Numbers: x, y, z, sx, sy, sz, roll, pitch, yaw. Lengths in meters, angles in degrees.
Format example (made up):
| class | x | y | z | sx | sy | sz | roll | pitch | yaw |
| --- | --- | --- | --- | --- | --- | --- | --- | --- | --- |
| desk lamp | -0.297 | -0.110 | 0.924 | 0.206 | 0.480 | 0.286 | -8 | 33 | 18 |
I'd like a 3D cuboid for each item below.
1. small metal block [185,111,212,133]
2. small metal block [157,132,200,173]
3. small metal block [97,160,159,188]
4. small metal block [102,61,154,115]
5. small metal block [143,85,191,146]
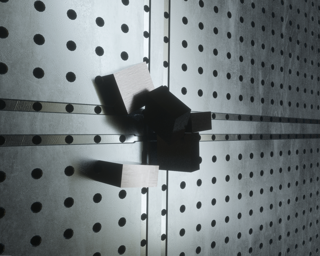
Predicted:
| class | x | y | z | sx | sy | sz | roll | pitch | yaw |
| --- | --- | --- | --- | --- | --- | --- | --- | --- | --- |
| small metal block | 0.035 | -0.008 | 0.419 | 0.050 | 0.050 | 0.025 | -7 | 95 | -52 |
| small metal block | 0.024 | 0.031 | 0.412 | 0.025 | 0.050 | 0.050 | -3 | 93 | -58 |
| small metal block | -0.038 | 0.053 | 0.363 | 0.050 | 0.050 | 0.025 | 8 | 85 | -40 |
| small metal block | -0.036 | -0.049 | 0.381 | 0.050 | 0.025 | 0.050 | -30 | 109 | -36 |
| small metal block | 0.007 | -0.015 | 0.378 | 0.025 | 0.050 | 0.050 | -32 | 151 | -30 |
